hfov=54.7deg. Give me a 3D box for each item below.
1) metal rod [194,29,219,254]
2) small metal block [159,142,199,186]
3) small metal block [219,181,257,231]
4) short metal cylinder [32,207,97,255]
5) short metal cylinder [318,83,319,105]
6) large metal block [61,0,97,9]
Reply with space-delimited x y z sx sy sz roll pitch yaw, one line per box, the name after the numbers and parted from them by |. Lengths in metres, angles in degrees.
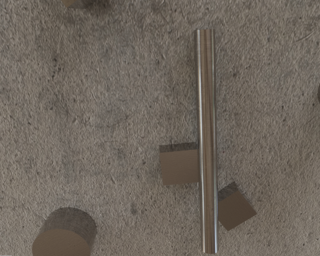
0.062 0.028 0.404 0.025 0.025 0.298 -3 104 1 | metal rod
0.027 0.049 0.428 0.050 0.025 0.050 -6 110 1 | small metal block
0.104 0.115 0.454 0.050 0.025 0.050 -36 107 12 | small metal block
-0.138 0.165 0.455 0.081 0.050 0.079 0 110 -1 | short metal cylinder
0.249 -0.042 0.384 0.081 0.050 0.079 0 110 -1 | short metal cylinder
-0.090 -0.172 0.316 0.050 0.080 0.080 -32 107 11 | large metal block
